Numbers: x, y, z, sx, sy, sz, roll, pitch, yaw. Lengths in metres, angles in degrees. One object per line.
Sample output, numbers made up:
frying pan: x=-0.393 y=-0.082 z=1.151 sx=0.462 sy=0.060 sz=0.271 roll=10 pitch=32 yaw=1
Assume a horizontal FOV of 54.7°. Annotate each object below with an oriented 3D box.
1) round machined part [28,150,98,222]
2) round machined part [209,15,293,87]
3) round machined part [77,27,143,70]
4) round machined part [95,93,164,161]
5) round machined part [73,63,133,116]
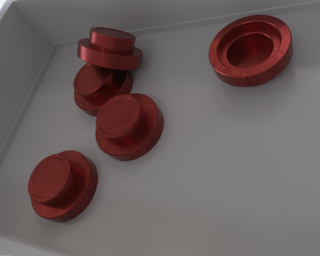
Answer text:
round machined part: x=-0.138 y=0.074 z=0.422 sx=0.098 sy=0.042 sz=0.098 roll=-13 pitch=56 yaw=21
round machined part: x=0.115 y=-0.091 z=0.390 sx=0.098 sy=0.042 sz=0.098 roll=-13 pitch=56 yaw=21
round machined part: x=-0.074 y=-0.125 z=0.473 sx=0.098 sy=0.099 sz=0.042 roll=35 pitch=123 yaw=38
round machined part: x=-0.048 y=-0.008 z=0.425 sx=0.098 sy=0.042 sz=0.098 roll=-13 pitch=56 yaw=21
round machined part: x=-0.096 y=-0.070 z=0.489 sx=0.098 sy=0.042 sz=0.098 roll=-13 pitch=56 yaw=21
